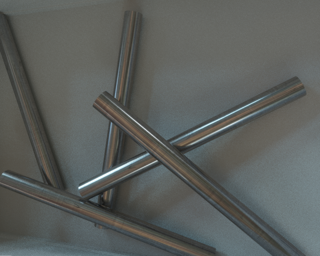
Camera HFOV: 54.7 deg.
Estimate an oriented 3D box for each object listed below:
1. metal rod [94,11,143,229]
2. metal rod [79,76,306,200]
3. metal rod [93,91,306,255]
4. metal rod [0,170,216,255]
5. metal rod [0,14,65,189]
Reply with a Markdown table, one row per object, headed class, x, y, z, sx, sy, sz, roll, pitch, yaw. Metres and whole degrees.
| class | x | y | z | sx | sy | sz | roll | pitch | yaw |
| --- | --- | --- | --- | --- | --- | --- | --- | --- | --- |
| metal rod | -0.058 | -0.009 | 0.431 | 0.025 | 0.025 | 0.298 | 10 | 93 | 20 |
| metal rod | 0.030 | 0.018 | 0.385 | 0.300 | 0.025 | 0.025 | -27 | 81 | 12 |
| metal rod | 0.044 | 0.061 | 0.361 | 0.300 | 0.025 | 0.025 | 39 | 103 | 3 |
| metal rod | -0.075 | 0.117 | 0.410 | 0.301 | 0.025 | 0.025 | 18 | 96 | 9 |
| metal rod | -0.209 | -0.040 | 0.484 | 0.025 | 0.025 | 0.299 | -24 | 82 | 18 |
